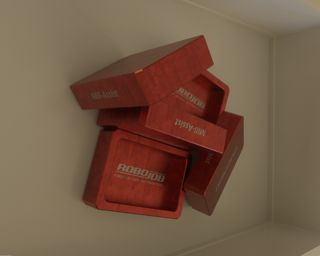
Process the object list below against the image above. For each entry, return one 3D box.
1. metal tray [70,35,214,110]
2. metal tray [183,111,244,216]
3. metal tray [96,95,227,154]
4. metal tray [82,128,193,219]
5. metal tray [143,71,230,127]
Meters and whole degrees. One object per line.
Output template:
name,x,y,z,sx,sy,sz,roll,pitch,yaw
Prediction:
metal tray,-0.023,-0.054,0.317,0.091,0.130,0.030,-37,113,-34
metal tray,0.083,0.051,0.447,0.130,0.030,0.090,-58,152,-24
metal tray,0.004,0.000,0.366,0.131,0.090,0.030,20,78,-39
metal tray,-0.021,0.059,0.384,0.131,0.030,0.090,20,77,-38
metal tray,0.040,-0.043,0.437,0.131,0.030,0.090,27,73,-37
